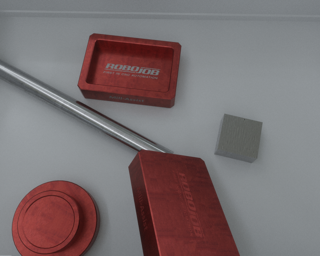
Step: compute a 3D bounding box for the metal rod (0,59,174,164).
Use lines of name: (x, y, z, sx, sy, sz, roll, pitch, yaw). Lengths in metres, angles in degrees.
metal rod: (-0.120, -0.028, 0.418, 0.301, 0.025, 0.025, 28, 72, 9)

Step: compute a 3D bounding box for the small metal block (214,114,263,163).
small metal block: (0.102, 0.014, 0.406, 0.050, 0.025, 0.050, 13, 70, 4)

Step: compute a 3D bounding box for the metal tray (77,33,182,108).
metal tray: (-0.040, -0.081, 0.436, 0.131, 0.030, 0.090, 7, 70, 2)

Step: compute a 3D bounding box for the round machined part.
round machined part: (-0.122, 0.109, 0.359, 0.099, 0.042, 0.098, 0, 70, -1)

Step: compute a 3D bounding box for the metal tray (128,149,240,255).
metal tray: (0.022, 0.087, 0.330, 0.091, 0.030, 0.130, 11, 42, -28)
